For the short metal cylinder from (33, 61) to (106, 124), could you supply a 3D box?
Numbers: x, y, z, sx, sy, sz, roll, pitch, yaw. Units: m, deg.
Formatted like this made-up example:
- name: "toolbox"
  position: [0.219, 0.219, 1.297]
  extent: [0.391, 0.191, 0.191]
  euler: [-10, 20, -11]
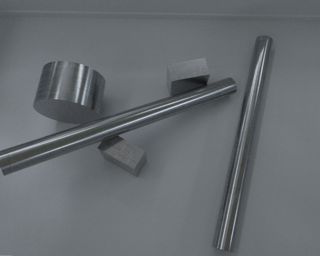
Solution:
- name: "short metal cylinder"
  position: [-0.114, -0.042, 0.395]
  extent: [0.080, 0.080, 0.050]
  euler: [5, 70, 1]

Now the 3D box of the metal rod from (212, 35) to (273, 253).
- name: "metal rod"
  position: [0.113, 0.006, 0.408]
  extent: [0.025, 0.025, 0.299]
  euler: [15, 70, 5]

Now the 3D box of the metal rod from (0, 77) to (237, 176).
- name: "metal rod"
  position: [-0.030, -0.012, 0.369]
  extent: [0.302, 0.025, 0.025]
  euler: [-20, 71, -25]

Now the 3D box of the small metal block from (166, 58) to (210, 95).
- name: "small metal block"
  position: [0.037, -0.067, 0.421]
  extent: [0.050, 0.050, 0.025]
  euler: [-11, 71, -4]

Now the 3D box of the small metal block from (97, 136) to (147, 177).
- name: "small metal block"
  position: [-0.045, 0.033, 0.384]
  extent: [0.050, 0.050, 0.025]
  euler: [29, 72, 9]
